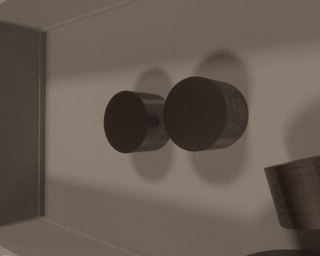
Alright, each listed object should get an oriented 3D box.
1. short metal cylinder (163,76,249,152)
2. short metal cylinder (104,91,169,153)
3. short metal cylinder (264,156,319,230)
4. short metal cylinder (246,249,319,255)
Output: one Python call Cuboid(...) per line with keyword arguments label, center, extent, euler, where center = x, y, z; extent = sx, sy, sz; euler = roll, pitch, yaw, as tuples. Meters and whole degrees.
Cuboid(label="short metal cylinder", center=(0.051, -0.015, 0.347), extent=(0.080, 0.050, 0.079), euler=(0, 90, 39))
Cuboid(label="short metal cylinder", center=(-0.029, -0.008, 0.412), extent=(0.080, 0.050, 0.079), euler=(0, 90, 39))
Cuboid(label="short metal cylinder", center=(0.135, 0.049, 0.259), extent=(0.080, 0.081, 0.050), euler=(-21, 77, 38))
Cuboid(label="short metal cylinder", center=(0.110, 0.148, 0.279), extent=(0.080, 0.081, 0.050), euler=(-16, 80, 38))
